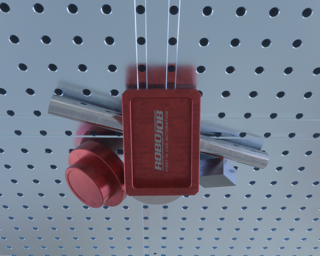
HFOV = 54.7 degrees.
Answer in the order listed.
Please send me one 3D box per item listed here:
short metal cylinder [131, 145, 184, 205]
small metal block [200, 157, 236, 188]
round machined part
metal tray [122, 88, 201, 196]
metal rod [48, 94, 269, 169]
[{"bbox_3d":[-0.005,0.066,0.446,0.081,0.050,0.079,0,130,0],"label":"short metal cylinder"},{"bbox_3d":[0.078,0.066,0.449,0.050,0.025,0.050,-11,148,30],"label":"small metal block"},{"bbox_3d":[-0.090,0.070,0.424,0.098,0.042,0.097,20,130,26],"label":"round machined part"},{"bbox_3d":[0.002,0.017,0.379,0.091,0.030,0.129,-1,101,-1],"label":"metal tray"},{"bbox_3d":[0.008,0.009,0.414,0.302,0.025,0.025,15,129,-13],"label":"metal rod"}]
